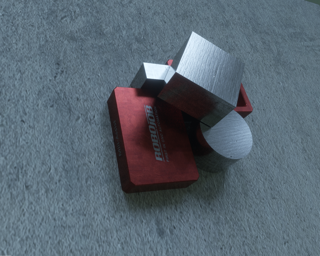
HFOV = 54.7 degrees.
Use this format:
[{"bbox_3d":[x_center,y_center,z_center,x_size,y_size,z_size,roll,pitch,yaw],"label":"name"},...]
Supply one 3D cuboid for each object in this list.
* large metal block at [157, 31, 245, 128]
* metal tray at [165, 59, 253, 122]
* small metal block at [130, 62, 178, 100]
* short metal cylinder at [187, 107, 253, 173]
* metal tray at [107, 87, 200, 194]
[{"bbox_3d":[0.053,-0.061,0.389,0.080,0.050,0.080,29,52,-10],"label":"large metal block"},{"bbox_3d":[0.071,-0.056,0.474,0.131,0.030,0.090,-2,63,-29],"label":"metal tray"},{"bbox_3d":[-0.007,-0.061,0.423,0.050,0.050,0.025,1,62,-28],"label":"small metal block"},{"bbox_3d":[0.077,0.015,0.421,0.081,0.050,0.080,13,57,-20],"label":"short metal cylinder"},{"bbox_3d":[-0.011,0.012,0.390,0.091,0.030,0.130,1,62,-28],"label":"metal tray"}]
